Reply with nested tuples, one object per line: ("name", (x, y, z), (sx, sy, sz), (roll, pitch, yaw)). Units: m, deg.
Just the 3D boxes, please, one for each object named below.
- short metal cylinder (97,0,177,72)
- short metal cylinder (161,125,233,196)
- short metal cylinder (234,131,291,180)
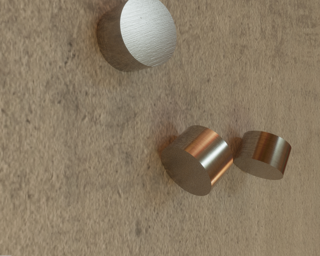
("short metal cylinder", (-0.027, -0.109, 0.367), (0.081, 0.050, 0.079), (0, 90, -40))
("short metal cylinder", (0.049, 0.043, 0.412), (0.050, 0.080, 0.080), (-40, 115, -33))
("short metal cylinder", (0.170, 0.046, 0.515), (0.080, 0.080, 0.050), (39, 66, -34))
